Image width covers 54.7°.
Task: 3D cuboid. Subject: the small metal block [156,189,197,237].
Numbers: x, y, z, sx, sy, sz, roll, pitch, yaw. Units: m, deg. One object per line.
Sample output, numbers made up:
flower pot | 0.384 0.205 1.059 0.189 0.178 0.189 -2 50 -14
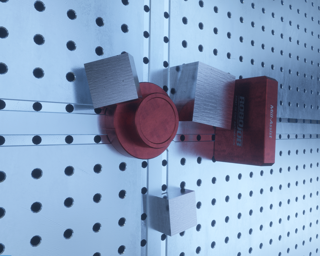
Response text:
small metal block | 0.024 0.116 0.432 0.050 0.025 0.050 -7 95 -40

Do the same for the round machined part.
round machined part | -0.015 -0.009 0.387 0.099 0.042 0.097 0 91 -40

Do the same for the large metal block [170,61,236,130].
large metal block | 0.061 -0.043 0.446 0.081 0.050 0.080 11 83 -40

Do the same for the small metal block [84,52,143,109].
small metal block | -0.051 -0.051 0.345 0.025 0.050 0.050 -19 97 -82

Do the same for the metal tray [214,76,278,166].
metal tray | 0.131 -0.010 0.479 0.030 0.090 0.129 6 87 -40
